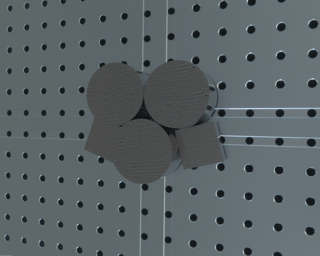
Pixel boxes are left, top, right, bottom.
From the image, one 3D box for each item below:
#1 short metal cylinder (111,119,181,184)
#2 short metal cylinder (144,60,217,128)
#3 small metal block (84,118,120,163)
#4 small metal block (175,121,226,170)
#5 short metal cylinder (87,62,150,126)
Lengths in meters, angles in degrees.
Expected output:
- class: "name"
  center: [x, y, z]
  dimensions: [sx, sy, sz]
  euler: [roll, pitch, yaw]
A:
- class: "short metal cylinder"
  center: [-0.015, 0.028, 0.401]
  dimensions: [0.080, 0.050, 0.079]
  euler: [0, 90, 20]
- class: "short metal cylinder"
  center: [0.027, -0.040, 0.386]
  dimensions: [0.080, 0.050, 0.079]
  euler: [0, 90, 20]
- class: "small metal block"
  center: [-0.072, 0.015, 0.434]
  dimensions: [0.050, 0.025, 0.050]
  euler: [22, 97, 18]
- class: "small metal block"
  center: [0.051, 0.022, 0.391]
  dimensions: [0.050, 0.025, 0.050]
  euler: [-15, 85, 19]
- class: "short metal cylinder"
  center: [-0.049, -0.043, 0.413]
  dimensions: [0.080, 0.050, 0.079]
  euler: [0, 90, 20]
